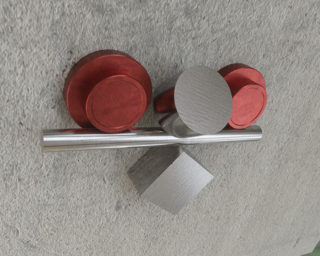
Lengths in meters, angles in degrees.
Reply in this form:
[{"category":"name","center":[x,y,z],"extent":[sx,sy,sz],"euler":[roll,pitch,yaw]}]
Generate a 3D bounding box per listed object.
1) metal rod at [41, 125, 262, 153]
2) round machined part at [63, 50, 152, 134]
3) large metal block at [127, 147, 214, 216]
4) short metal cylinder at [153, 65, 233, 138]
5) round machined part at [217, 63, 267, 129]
[{"category":"metal rod","center":[0.011,0.011,0.393],"extent":[0.303,0.025,0.025],"euler":[-1,119,-28]},{"category":"round machined part","center":[-0.053,-0.034,0.346],"extent":[0.099,0.042,0.097],"euler":[-14,124,-21]},{"category":"large metal block","center":[0.015,0.066,0.439],"extent":[0.080,0.050,0.080],"euler":[-46,129,4]},{"category":"short metal cylinder","center":[0.039,-0.029,0.372],"extent":[0.081,0.050,0.080],"euler":[4,81,-27]},{"category":"round machined part","center":[0.110,-0.037,0.434],"extent":[0.099,0.042,0.097],"euler":[-14,124,-21]}]
